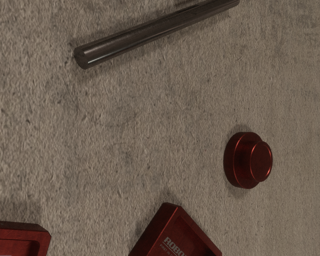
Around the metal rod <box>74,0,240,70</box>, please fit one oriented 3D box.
[{"bbox_3d":[0.018,-0.143,0.421,0.302,0.025,0.025,-34,111,-35],"label":"metal rod"}]

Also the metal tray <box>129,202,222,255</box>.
[{"bbox_3d":[0.027,0.177,0.426,0.130,0.030,0.090,52,59,-27],"label":"metal tray"}]

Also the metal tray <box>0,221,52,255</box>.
[{"bbox_3d":[-0.170,0.124,0.260,0.131,0.030,0.090,21,77,-38],"label":"metal tray"}]

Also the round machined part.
[{"bbox_3d":[0.156,0.055,0.528,0.099,0.042,0.097,0,90,-40],"label":"round machined part"}]
